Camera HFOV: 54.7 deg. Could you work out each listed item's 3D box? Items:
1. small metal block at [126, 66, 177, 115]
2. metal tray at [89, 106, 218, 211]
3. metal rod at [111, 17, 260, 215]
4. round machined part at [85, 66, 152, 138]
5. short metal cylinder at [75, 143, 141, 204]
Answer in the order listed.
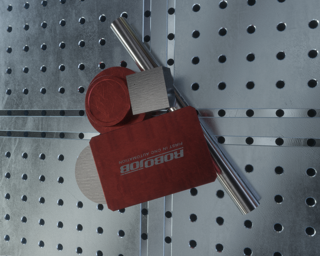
[{"bbox_3d":[-0.010,-0.046,0.387,0.050,0.025,0.050,-11,89,24],"label":"small metal block"},{"bbox_3d":[-0.008,0.036,0.368,0.131,0.030,0.090,-18,84,6],"label":"metal tray"},{"bbox_3d":[0.026,-0.024,0.400,0.025,0.025,0.299,-38,78,16],"label":"metal rod"},{"bbox_3d":[-0.061,-0.035,0.420,0.098,0.042,0.097,0,90,21],"label":"round machined part"},{"bbox_3d":[-0.066,0.057,0.418,0.080,0.050,0.079,0,90,20],"label":"short metal cylinder"}]
